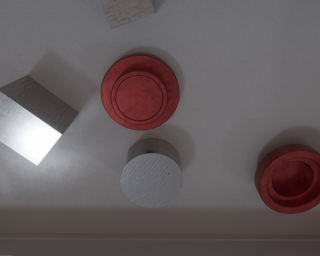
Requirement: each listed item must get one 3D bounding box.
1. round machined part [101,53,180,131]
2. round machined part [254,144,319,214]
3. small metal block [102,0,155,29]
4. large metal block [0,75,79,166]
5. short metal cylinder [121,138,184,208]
[{"bbox_3d":[-0.025,-0.042,0.387,0.099,0.042,0.097,0,110,-1],"label":"round machined part"},{"bbox_3d":[0.180,0.066,0.429,0.099,0.042,0.097,0,110,-1],"label":"round machined part"},{"bbox_3d":[-0.033,-0.133,0.348,0.050,0.050,0.025,-18,109,6],"label":"small metal block"},{"bbox_3d":[-0.155,-0.013,0.375,0.080,0.080,0.050,38,106,-13],"label":"large metal block"},{"bbox_3d":[-0.010,0.060,0.420,0.081,0.050,0.079,0,110,-1],"label":"short metal cylinder"}]
